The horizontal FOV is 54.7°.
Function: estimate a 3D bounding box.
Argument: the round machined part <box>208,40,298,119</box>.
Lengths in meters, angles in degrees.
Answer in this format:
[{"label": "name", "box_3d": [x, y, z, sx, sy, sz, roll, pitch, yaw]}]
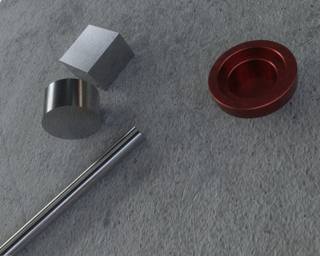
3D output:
[{"label": "round machined part", "box_3d": [0.111, -0.053, 0.367, 0.098, 0.042, 0.098, -13, 56, 20]}]

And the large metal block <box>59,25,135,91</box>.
[{"label": "large metal block", "box_3d": [-0.104, -0.117, 0.512, 0.080, 0.050, 0.080, 27, 76, 36]}]

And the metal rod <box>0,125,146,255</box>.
[{"label": "metal rod", "box_3d": [-0.138, 0.106, 0.408, 0.300, 0.025, 0.025, -42, 51, -1]}]

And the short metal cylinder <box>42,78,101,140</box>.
[{"label": "short metal cylinder", "box_3d": [-0.127, -0.026, 0.449, 0.080, 0.080, 0.050, -22, 54, 15]}]
